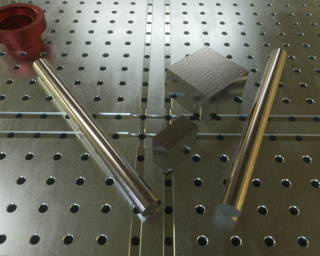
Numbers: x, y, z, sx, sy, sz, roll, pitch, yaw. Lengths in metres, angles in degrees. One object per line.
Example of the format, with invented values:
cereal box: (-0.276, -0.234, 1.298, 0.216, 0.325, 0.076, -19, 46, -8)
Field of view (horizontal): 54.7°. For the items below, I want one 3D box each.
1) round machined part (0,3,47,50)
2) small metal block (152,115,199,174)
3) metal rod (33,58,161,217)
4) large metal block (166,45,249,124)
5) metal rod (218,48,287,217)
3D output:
round machined part: (-0.247, -0.174, 0.539, 0.099, 0.042, 0.098, 0, 50, 0)
small metal block: (0.018, 0.020, 0.375, 0.050, 0.050, 0.025, -37, 59, -27)
metal rod: (-0.098, -0.006, 0.411, 0.025, 0.025, 0.300, -29, 56, -23)
large metal block: (0.066, -0.065, 0.447, 0.080, 0.050, 0.080, -34, 58, -26)
metal rod: (0.135, -0.016, 0.422, 0.025, 0.025, 0.301, 19, 52, 15)
